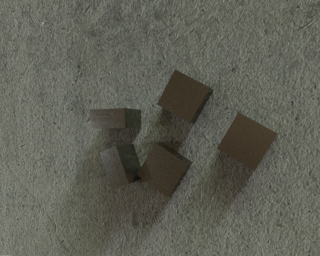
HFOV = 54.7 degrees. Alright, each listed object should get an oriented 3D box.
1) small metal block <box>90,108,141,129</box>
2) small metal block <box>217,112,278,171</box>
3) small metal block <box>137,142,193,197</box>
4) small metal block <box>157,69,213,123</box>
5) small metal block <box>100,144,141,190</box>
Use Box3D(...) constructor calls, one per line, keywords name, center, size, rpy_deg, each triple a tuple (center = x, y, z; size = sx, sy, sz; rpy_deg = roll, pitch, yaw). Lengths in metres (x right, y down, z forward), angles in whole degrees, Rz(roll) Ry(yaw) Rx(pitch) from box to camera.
Box3D(name="small metal block", center=(-0.058, -0.012, 0.416), size=(0.050, 0.050, 0.025), rpy_deg=(-1, 90, 20))
Box3D(name="small metal block", center=(0.105, 0.016, 0.372), size=(0.050, 0.025, 0.050), rpy_deg=(32, 100, 17))
Box3D(name="small metal block", center=(0.006, 0.053, 0.407), size=(0.050, 0.025, 0.050), rpy_deg=(33, 101, 17))
Box3D(name="small metal block", center=(0.032, -0.040, 0.398), size=(0.050, 0.025, 0.050), rpy_deg=(31, 100, 17))
Box3D(name="small metal block", center=(-0.049, 0.050, 0.413), size=(0.025, 0.050, 0.050), rpy_deg=(-22, 83, 19))
